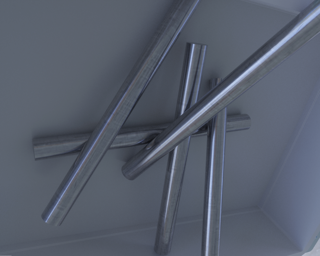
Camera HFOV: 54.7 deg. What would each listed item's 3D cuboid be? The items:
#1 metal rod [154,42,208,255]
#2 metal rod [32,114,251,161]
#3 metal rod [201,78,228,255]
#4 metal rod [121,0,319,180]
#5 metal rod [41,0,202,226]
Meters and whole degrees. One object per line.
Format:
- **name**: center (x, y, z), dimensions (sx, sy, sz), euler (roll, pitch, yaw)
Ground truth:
- **metal rod**: center (0.023, 0.041, 0.408), dimensions (0.025, 0.025, 0.298), euler (-3, 113, -27)
- **metal rod**: center (-0.005, 0.007, 0.410), dimensions (0.303, 0.025, 0.025), euler (-7, 122, -25)
- **metal rod**: center (0.073, 0.084, 0.421), dimensions (0.025, 0.025, 0.298), euler (1, 93, -29)
- **metal rod**: center (0.052, -0.023, 0.340), dimensions (0.025, 0.025, 0.299), euler (21, 132, -36)
- **metal rod**: center (-0.045, -0.021, 0.347), dimensions (0.025, 0.025, 0.299), euler (30, 95, -38)
